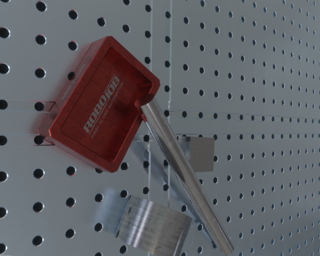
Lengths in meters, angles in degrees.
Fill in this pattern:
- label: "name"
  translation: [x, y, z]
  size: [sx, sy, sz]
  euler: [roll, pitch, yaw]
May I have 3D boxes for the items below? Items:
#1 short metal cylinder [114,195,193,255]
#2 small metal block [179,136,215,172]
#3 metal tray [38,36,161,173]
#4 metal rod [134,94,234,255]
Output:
- label: "short metal cylinder"
  translation: [-0.007, 0.118, 0.368]
  size: [0.080, 0.080, 0.050]
  euler: [33, 69, -35]
- label: "small metal block"
  translation: [0.053, 0.038, 0.454]
  size: [0.050, 0.025, 0.050]
  euler: [4, 87, -40]
- label: "metal tray"
  translation: [-0.062, -0.026, 0.353]
  size: [0.090, 0.030, 0.130]
  euler: [39, 66, -33]
- label: "metal rod"
  translation: [0.045, 0.082, 0.425]
  size: [0.025, 0.025, 0.299]
  euler: [-48, 125, -29]
